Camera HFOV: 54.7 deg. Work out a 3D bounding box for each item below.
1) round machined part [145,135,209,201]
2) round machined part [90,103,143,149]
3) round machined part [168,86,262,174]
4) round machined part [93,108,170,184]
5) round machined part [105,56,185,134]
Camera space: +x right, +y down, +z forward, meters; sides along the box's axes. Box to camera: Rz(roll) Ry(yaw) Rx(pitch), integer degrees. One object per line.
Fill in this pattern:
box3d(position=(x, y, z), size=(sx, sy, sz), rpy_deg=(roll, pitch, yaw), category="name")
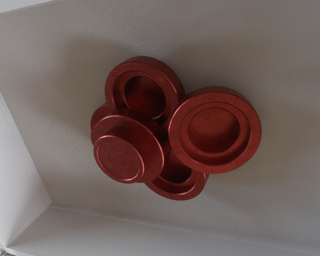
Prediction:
box3d(position=(0.019, 0.045, 0.412), size=(0.098, 0.042, 0.097), rpy_deg=(13, 124, 20), category="round machined part")
box3d(position=(-0.056, 0.012, 0.428), size=(0.098, 0.042, 0.097), rpy_deg=(13, 124, 20), category="round machined part")
box3d(position=(0.060, -0.001, 0.349), size=(0.099, 0.042, 0.097), rpy_deg=(2, 114, 4), category="round machined part")
box3d(position=(-0.041, 0.029, 0.377), size=(0.098, 0.042, 0.097), rpy_deg=(13, 124, 20), category="round machined part")
box3d(position=(-0.014, -0.040, 0.377), size=(0.098, 0.042, 0.097), rpy_deg=(13, 124, 20), category="round machined part")
